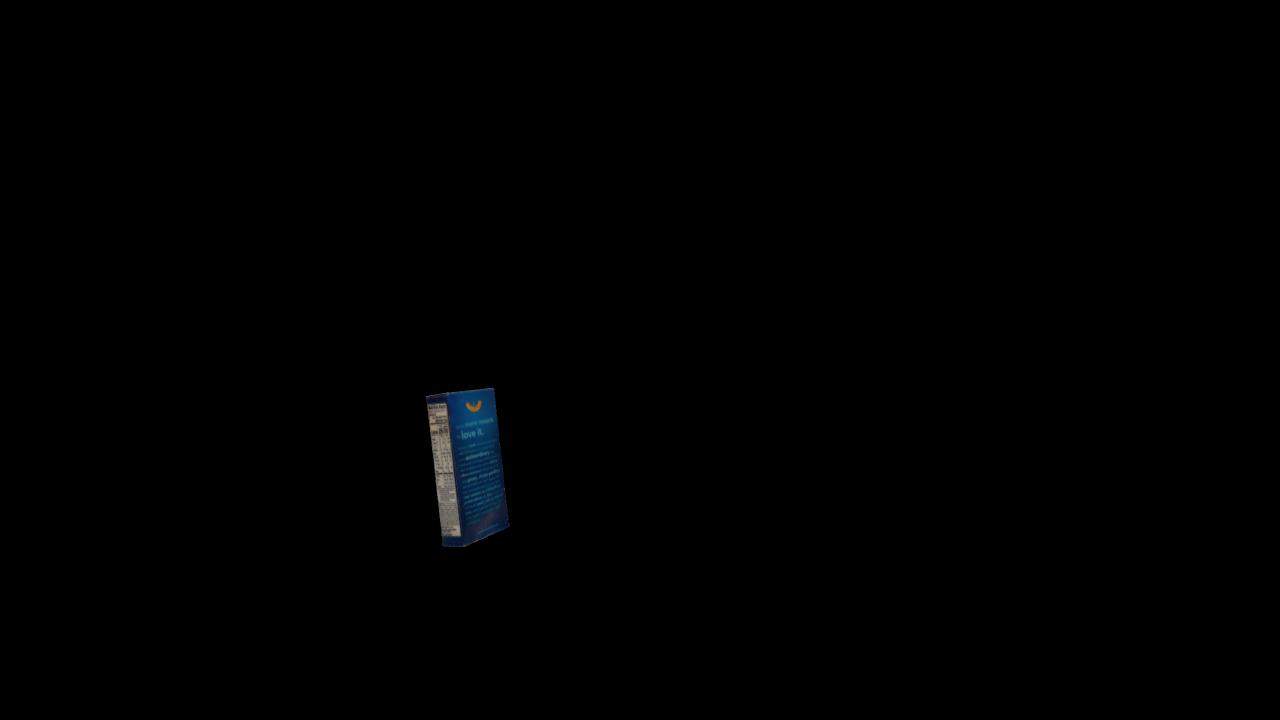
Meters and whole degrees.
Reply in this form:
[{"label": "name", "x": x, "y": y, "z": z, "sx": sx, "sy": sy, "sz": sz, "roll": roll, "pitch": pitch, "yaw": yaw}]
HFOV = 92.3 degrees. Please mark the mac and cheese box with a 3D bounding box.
[{"label": "mac and cheese box", "x": -0.214, "y": 0.131, "z": 0.772, "sx": 0.041, "sy": 0.184, "sz": 0.093, "roll": -7, "pitch": -2, "yaw": 25}]
